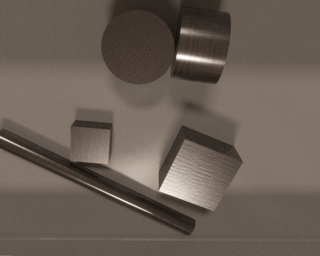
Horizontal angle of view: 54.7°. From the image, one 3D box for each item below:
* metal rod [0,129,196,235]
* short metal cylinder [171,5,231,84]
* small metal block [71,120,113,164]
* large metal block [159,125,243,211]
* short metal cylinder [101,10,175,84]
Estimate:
[{"bbox_3d":[-0.084,0.081,0.439,0.301,0.025,0.025,28,108,-10],"label":"metal rod"},{"bbox_3d":[0.043,-0.092,0.349,0.050,0.080,0.079,7,110,-3],"label":"short metal cylinder"},{"bbox_3d":[-0.092,0.019,0.417,0.050,0.025,0.050,5,110,-3],"label":"small metal block"},{"bbox_3d":[0.051,0.054,0.419,0.080,0.050,0.079,22,108,-9],"label":"large metal block"},{"bbox_3d":[-0.024,-0.096,0.362,0.081,0.050,0.079,0,110,-1],"label":"short metal cylinder"}]
